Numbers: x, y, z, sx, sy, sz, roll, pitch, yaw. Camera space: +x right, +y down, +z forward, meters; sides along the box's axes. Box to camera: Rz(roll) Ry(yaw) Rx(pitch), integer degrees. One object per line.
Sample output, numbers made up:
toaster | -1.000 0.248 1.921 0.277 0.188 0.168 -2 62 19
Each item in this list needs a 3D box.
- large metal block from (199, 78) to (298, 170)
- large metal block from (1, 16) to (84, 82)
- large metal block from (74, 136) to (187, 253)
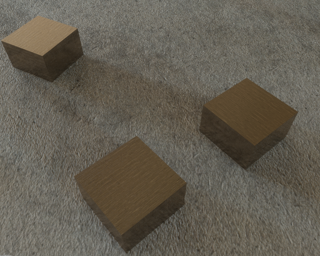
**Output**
large metal block | 0.109 -0.008 0.394 0.080 0.050 0.080 -32 57 -24
large metal block | -0.183 -0.128 0.493 0.080 0.050 0.080 22 53 17
large metal block | -0.030 0.068 0.330 0.080 0.050 0.080 -34 58 -25
